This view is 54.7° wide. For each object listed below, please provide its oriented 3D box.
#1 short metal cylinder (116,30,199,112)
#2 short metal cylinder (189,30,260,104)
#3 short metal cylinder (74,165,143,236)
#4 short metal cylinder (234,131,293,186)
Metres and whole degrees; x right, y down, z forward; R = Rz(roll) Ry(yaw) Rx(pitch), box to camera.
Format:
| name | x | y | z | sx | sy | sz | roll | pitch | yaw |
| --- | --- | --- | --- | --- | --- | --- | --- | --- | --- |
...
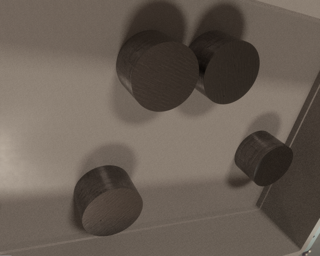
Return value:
| name | x | y | z | sx | sy | sz | roll | pitch | yaw |
| --- | --- | --- | --- | --- | --- | --- | --- | --- | --- |
| short metal cylinder | -0.003 | -0.065 | 0.352 | 0.081 | 0.050 | 0.079 | -14 | 125 | -21 |
| short metal cylinder | 0.076 | -0.076 | 0.389 | 0.081 | 0.050 | 0.079 | -14 | 125 | -21 |
| short metal cylinder | -0.070 | 0.097 | 0.416 | 0.081 | 0.050 | 0.079 | -14 | 125 | -21 |
| short metal cylinder | 0.174 | 0.051 | 0.522 | 0.081 | 0.050 | 0.079 | -14 | 125 | -21 |
